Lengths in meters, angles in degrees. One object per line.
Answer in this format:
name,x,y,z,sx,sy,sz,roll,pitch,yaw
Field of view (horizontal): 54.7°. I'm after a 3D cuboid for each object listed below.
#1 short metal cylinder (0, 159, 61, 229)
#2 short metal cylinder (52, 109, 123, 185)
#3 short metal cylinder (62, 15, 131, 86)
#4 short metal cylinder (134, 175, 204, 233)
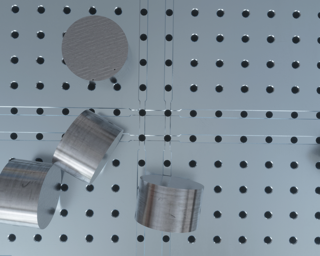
short metal cylinder,-0.161,0.081,0.384,0.050,0.080,0.080,8,90,0
short metal cylinder,-0.088,0.024,0.385,0.050,0.080,0.080,30,90,-1
short metal cylinder,-0.079,-0.097,0.400,0.081,0.050,0.079,0,90,-1
short metal cylinder,0.011,0.091,0.386,0.081,0.080,0.050,8,90,-1
